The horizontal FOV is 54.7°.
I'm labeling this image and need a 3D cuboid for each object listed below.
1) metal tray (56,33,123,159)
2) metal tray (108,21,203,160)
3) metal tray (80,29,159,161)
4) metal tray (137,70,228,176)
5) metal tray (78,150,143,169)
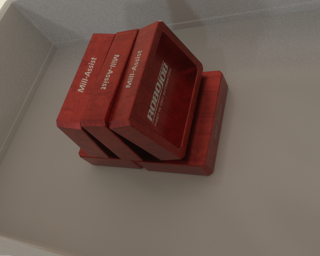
[{"bbox_3d":[-0.071,-0.039,0.381,0.030,0.090,0.130,6,64,17],"label":"metal tray"},{"bbox_3d":[0.002,-0.040,0.344,0.030,0.090,0.130,-9,57,41],"label":"metal tray"},{"bbox_3d":[-0.034,-0.038,0.363,0.030,0.090,0.130,0,60,28],"label":"metal tray"},{"bbox_3d":[0.030,-0.009,0.391,0.090,0.030,0.130,1,62,28],"label":"metal tray"},{"bbox_3d":[-0.051,-0.011,0.433,0.090,0.030,0.130,1,62,28],"label":"metal tray"}]
